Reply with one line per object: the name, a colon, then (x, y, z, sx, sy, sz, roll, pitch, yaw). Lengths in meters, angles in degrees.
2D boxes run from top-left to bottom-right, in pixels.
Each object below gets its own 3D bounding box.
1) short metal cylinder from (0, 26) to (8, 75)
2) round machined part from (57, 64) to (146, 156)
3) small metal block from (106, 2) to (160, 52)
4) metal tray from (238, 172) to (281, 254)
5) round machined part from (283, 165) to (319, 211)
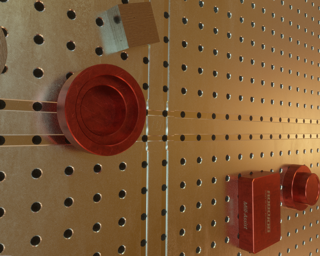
short metal cylinder: (-0.173, -0.063, 0.248, 0.081, 0.050, 0.079, 0, 90, -40)
round machined part: (-0.067, -0.019, 0.343, 0.099, 0.042, 0.097, -1, 91, -40)
small metal block: (-0.032, -0.126, 0.384, 0.050, 0.025, 0.050, -24, 105, -38)
metal tray: (0.182, 0.149, 0.563, 0.091, 0.030, 0.129, -2, 92, -40)
round machined part: (0.306, 0.128, 0.659, 0.099, 0.042, 0.097, 0, 90, -40)
